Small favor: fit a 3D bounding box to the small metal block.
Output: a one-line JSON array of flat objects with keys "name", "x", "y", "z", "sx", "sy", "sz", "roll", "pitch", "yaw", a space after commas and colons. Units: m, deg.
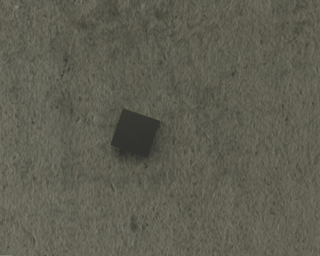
[{"name": "small metal block", "x": -0.032, "y": 0.006, "z": 0.410, "sx": 0.050, "sy": 0.025, "sz": 0.050, "roll": 19, "pitch": 90, "yaw": 0}]
